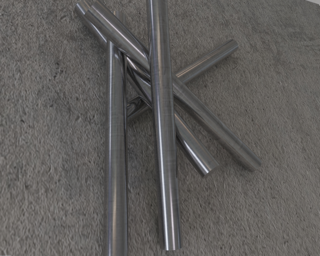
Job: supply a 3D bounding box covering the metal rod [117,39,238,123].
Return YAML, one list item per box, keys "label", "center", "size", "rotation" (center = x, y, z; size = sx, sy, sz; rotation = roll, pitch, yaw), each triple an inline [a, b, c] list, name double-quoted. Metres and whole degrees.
- label: "metal rod"
  center: [0.037, -0.079, 0.471]
  size: [0.025, 0.025, 0.302]
  rotation: [49, 51, 6]

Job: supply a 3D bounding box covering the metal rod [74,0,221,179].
- label: "metal rod"
  center: [-0.028, -0.063, 0.398]
  size: [0.025, 0.025, 0.300]
  rotation: [-22, 65, -36]

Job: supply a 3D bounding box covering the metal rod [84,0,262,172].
- label: "metal rod"
  center: [0.029, -0.041, 0.396]
  size: [0.300, 0.025, 0.025]
  rotation: [42, 49, -19]

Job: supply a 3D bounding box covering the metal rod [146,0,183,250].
- label: "metal rod"
  center: [0.004, -0.020, 0.349]
  size: [0.025, 0.025, 0.298]
  rotation: [0, 84, -28]

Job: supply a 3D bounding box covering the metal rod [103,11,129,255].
- label: "metal rod"
  center: [-0.049, -0.004, 0.351]
  size: [0.025, 0.025, 0.299]
  rotation: [7, 67, -25]
